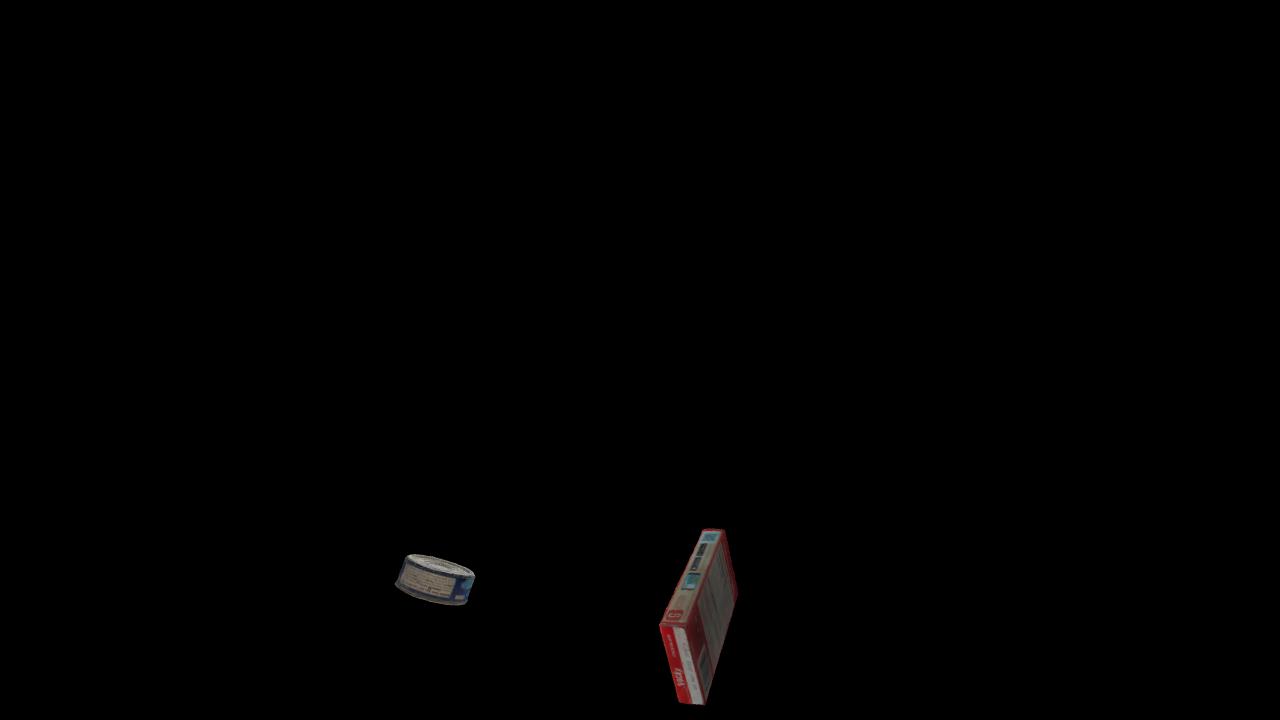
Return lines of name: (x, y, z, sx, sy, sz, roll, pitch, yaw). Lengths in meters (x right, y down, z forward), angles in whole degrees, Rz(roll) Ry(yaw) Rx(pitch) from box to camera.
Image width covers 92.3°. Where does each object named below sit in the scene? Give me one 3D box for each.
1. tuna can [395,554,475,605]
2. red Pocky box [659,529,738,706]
tuna can: (-0.235, 0.253, 0.711, 0.084, 0.034, 0.084, 16, -14, 4)
red Pocky box: (0.060, 0.237, 0.586, 0.028, 0.083, 0.155, -9, 13, 23)
